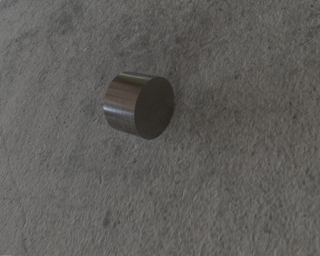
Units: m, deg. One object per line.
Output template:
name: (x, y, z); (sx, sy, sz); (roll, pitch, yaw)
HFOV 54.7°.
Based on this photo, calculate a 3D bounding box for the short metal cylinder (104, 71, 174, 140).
short metal cylinder: (-0.025, -0.030, 0.399); (0.050, 0.080, 0.080); (16, 70, 34)
